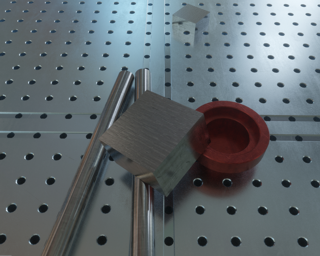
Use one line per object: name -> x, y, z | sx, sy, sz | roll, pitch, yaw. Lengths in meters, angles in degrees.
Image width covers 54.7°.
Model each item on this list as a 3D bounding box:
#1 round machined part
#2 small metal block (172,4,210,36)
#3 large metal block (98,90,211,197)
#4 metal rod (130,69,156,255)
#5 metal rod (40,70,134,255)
round machined part -> 0.081, 0.015, 0.385 | 0.099, 0.042, 0.098 | 0, 50, 0
small metal block -> 0.058, -0.203, 0.579 | 0.050, 0.025, 0.050 | 30, 56, 22
large metal block -> -0.004, 0.014, 0.338 | 0.080, 0.050, 0.080 | 27, 65, 35
metal rod -> -0.021, 0.033, 0.379 | 0.025, 0.025, 0.300 | -1, 50, -1
metal rod -> -0.080, 0.034, 0.377 | 0.025, 0.025, 0.300 | 9, 50, 7
